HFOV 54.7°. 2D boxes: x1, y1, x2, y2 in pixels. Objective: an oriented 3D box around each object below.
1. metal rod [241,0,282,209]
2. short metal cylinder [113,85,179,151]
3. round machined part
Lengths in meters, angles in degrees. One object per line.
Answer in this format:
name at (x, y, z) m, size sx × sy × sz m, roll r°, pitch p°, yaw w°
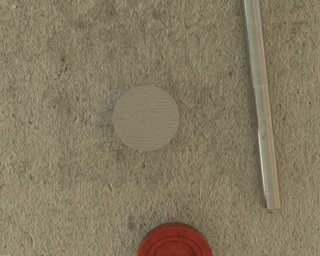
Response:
metal rod at (0.133, -0.044, 0.411) m, size 0.025 × 0.025 × 0.298 m, roll -6°, pitch 90°, yaw -1°
short metal cylinder at (-0.017, -0.012, 0.397) m, size 0.081 × 0.050 × 0.079 m, roll 0°, pitch 90°, yaw -1°
round machined part at (0.018, 0.171, 0.402) m, size 0.099 × 0.042 × 0.097 m, roll 0°, pitch 90°, yaw -1°
